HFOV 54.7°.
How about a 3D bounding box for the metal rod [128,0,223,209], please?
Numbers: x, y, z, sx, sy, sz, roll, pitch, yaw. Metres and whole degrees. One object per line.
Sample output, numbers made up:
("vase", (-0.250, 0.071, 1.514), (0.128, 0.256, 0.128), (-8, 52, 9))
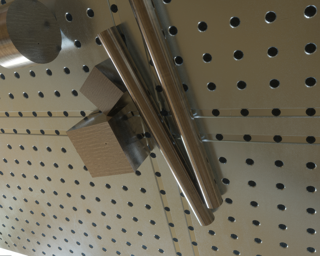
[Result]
("metal rod", (0.025, -0.025, 0.381), (0.025, 0.025, 0.299), (-8, 115, 31))

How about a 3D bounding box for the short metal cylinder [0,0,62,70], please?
("short metal cylinder", (-0.173, -0.118, 0.392), (0.050, 0.080, 0.080), (-4, 117, 30))

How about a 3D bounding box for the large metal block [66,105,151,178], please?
("large metal block", (-0.073, 0.021, 0.445), (0.080, 0.050, 0.080), (-12, 113, 33))

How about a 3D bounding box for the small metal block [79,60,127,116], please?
("small metal block", (-0.073, -0.053, 0.415), (0.050, 0.025, 0.050), (43, 129, -2))

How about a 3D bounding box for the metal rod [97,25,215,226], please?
("metal rod", (0.003, 0.009, 0.414), (0.025, 0.025, 0.299), (-16, 110, 34))
